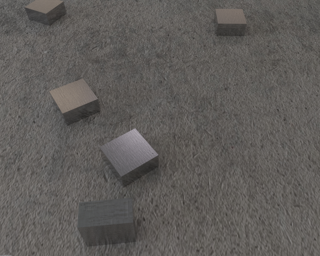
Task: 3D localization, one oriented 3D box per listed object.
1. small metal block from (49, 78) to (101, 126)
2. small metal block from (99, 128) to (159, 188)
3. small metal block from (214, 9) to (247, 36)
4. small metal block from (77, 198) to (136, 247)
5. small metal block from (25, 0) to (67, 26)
[{"bbox_3d":[-0.119,-0.037,0.434,0.050,0.025,0.050,-26,55,-20],"label":"small metal block"},{"bbox_3d":[-0.037,0.035,0.373,0.050,0.025,0.050,-29,56,-22],"label":"small metal block"},{"bbox_3d":[0.127,-0.193,0.566,0.050,0.025,0.050,1,50,0],"label":"small metal block"},{"bbox_3d":[-0.051,0.094,0.307,0.050,0.050,0.025,-4,50,-4],"label":"small metal block"},{"bbox_3d":[-0.217,-0.224,0.590,0.050,0.025,0.050,21,53,17],"label":"small metal block"}]
